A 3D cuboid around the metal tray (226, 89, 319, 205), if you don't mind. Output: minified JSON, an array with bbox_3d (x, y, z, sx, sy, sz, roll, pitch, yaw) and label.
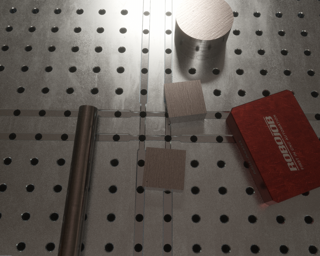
[{"bbox_3d":[0.154,0.023,0.403,0.091,0.030,0.130,-19,71,-7],"label":"metal tray"}]

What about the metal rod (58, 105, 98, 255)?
[{"bbox_3d":[-0.103,0.114,0.368,0.025,0.025,0.299,3,70,0],"label":"metal rod"}]

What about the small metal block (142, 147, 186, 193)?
[{"bbox_3d":[0.006,0.053,0.392,0.050,0.025,0.050,5,70,1],"label":"small metal block"}]

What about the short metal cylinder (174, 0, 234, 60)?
[{"bbox_3d":[0.062,-0.147,0.453,0.081,0.050,0.080,0,70,0],"label":"short metal cylinder"}]

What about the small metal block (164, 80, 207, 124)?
[{"bbox_3d":[0.033,-0.036,0.425,0.050,0.025,0.050,-7,70,-3],"label":"small metal block"}]
